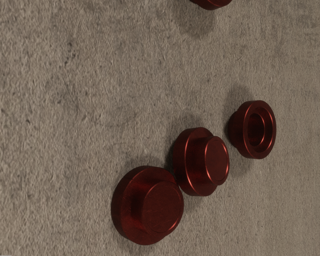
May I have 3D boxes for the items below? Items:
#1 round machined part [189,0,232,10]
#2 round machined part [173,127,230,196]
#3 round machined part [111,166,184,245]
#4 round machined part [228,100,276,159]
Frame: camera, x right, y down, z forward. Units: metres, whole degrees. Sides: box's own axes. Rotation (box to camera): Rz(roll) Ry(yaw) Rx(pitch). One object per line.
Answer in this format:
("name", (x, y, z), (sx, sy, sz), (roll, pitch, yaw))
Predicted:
("round machined part", (0.065, -0.221, 0.450), (0.099, 0.042, 0.097), (0, 90, -40))
("round machined part", (0.064, 0.047, 0.436), (0.099, 0.042, 0.098), (13, 73, -50))
("round machined part", (-0.008, 0.098, 0.389), (0.099, 0.042, 0.097), (0, 90, -40))
("round machined part", (0.153, 0.003, 0.525), (0.099, 0.042, 0.097), (0, 90, -40))
